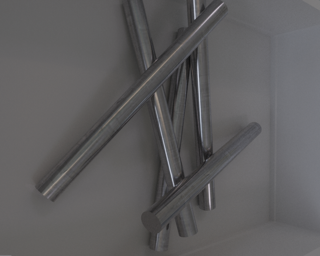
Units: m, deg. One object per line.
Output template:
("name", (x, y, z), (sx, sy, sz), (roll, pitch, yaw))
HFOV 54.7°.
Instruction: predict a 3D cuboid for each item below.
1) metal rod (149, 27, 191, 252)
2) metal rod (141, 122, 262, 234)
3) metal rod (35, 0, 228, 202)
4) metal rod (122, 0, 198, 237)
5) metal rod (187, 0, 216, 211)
("metal rod", (0.018, 0.010, 0.421), (0.025, 0.025, 0.298), (13, 82, -39))
("metal rod", (0.078, 0.048, 0.423), (0.302, 0.025, 0.025), (-28, 108, -49))
("metal rod", (-0.020, -0.043, 0.351), (0.301, 0.025, 0.025), (-49, 120, -15))
("metal rod", (0.001, -0.011, 0.386), (0.025, 0.025, 0.298), (-16, 94, -39))
("metal rod", (0.059, -0.026, 0.433), (0.025, 0.025, 0.298), (-16, 107, -39))
